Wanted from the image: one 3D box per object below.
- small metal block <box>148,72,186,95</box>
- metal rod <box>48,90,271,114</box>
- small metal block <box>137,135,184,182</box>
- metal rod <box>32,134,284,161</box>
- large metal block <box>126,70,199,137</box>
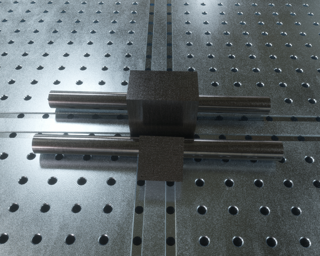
[{"bbox_3d":[0.009,-0.064,0.442,0.050,0.025,0.050,1,16,0],"label":"small metal block"},{"bbox_3d":[-0.001,-0.036,0.432,0.302,0.025,0.025,2,50,1],"label":"metal rod"},{"bbox_3d":[0.001,0.035,0.358,0.050,0.025,0.050,2,87,1],"label":"small metal block"},{"bbox_3d":[-0.003,0.024,0.383,0.302,0.025,0.025,2,50,1],"label":"metal rod"},{"bbox_3d":[0.004,-0.024,0.386,0.081,0.080,0.050,1,50,1],"label":"large metal block"}]
